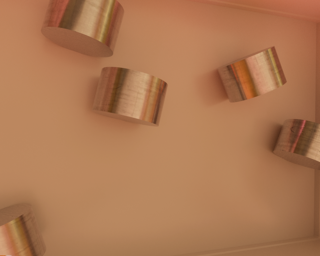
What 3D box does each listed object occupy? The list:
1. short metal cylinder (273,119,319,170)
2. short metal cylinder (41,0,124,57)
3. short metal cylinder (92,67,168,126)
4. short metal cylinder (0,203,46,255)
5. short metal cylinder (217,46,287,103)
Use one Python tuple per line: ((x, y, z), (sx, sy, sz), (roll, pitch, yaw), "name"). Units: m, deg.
((0.218, 0.025, 0.461), (0.080, 0.080, 0.050), (25, 82, -19), "short metal cylinder")
((-0.086, -0.119, 0.349), (0.081, 0.080, 0.050), (16, 85, -20), "short metal cylinder")
((-0.035, -0.035, 0.368), (0.081, 0.080, 0.050), (14, 86, -20), "short metal cylinder")
((-0.166, 0.119, 0.320), (0.081, 0.080, 0.050), (-18, 96, -19), "short metal cylinder")
((0.126, -0.074, 0.427), (0.081, 0.080, 0.050), (-25, 99, -18), "short metal cylinder")
